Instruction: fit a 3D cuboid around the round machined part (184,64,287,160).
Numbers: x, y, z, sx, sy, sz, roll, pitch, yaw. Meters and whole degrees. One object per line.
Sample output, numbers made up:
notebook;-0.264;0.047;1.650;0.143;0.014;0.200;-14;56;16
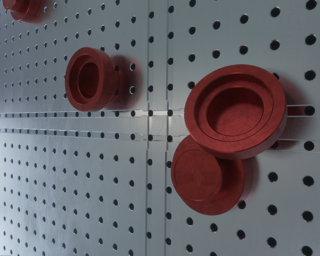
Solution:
round machined part;0.078;-0.013;0.317;0.098;0.042;0.098;-11;60;20

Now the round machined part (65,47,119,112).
round machined part;-0.103;-0.074;0.485;0.098;0.042;0.097;0;90;40

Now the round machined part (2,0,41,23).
round machined part;-0.290;-0.272;0.640;0.098;0.042;0.097;0;90;40

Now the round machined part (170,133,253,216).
round machined part;0.051;0.052;0.357;0.098;0.042;0.097;0;90;40
